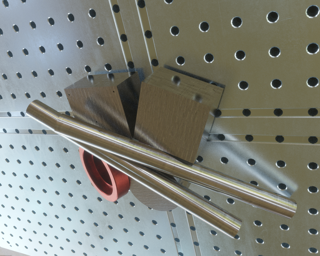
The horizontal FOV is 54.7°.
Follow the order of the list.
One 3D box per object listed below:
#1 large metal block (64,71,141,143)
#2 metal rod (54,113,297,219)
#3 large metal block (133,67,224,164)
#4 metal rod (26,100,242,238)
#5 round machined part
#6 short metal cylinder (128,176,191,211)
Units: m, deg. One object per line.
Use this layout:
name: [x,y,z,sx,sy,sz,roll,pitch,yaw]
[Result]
large metal block: [-0.066,-0.025,0.405,0.080,0.050,0.080,1,119,27]
metal rod: [0.021,0.047,0.376,0.302,0.025,0.025,21,128,-2]
large metal block: [0.020,-0.016,0.368,0.080,0.050,0.079,22,127,15]
metal rod: [-0.038,0.047,0.389,0.301,0.025,0.025,30,128,8]
round machined part: [-0.074,0.055,0.454,0.098,0.042,0.097,33,137,37]
short metal cylinder: [0.002,0.068,0.430,0.080,0.050,0.079,13,124,21]
